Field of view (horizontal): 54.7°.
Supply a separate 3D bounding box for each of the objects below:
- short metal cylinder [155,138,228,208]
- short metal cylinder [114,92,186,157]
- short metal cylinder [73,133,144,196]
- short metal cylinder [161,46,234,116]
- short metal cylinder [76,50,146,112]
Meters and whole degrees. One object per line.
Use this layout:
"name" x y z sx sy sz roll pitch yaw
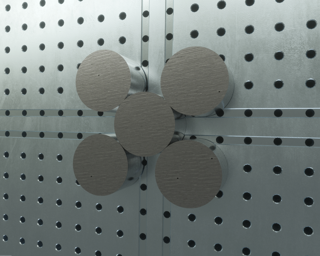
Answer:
"short metal cylinder" 0.040 0.053 0.384 0.080 0.050 0.079 0 90 19
"short metal cylinder" -0.012 -0.005 0.402 0.080 0.050 0.079 0 90 19
"short metal cylinder" -0.069 0.047 0.421 0.080 0.050 0.079 0 90 19
"short metal cylinder" 0.047 -0.054 0.380 0.080 0.050 0.079 0 90 19
"short metal cylinder" -0.065 -0.061 0.420 0.080 0.050 0.079 0 90 19
